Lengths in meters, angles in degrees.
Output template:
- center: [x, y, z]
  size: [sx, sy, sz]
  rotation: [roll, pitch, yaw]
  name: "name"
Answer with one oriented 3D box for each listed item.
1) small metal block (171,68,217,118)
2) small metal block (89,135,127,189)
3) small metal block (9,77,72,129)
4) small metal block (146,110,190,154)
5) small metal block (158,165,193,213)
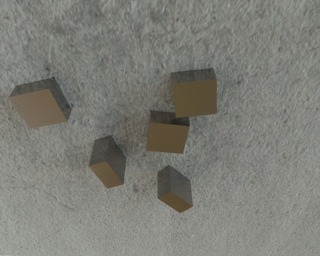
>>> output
- center: [0.041, -0.042, 0.373]
  size: [0.050, 0.025, 0.050]
  rotation: [-6, 130, 4]
  name: "small metal block"
- center: [-0.071, 0.047, 0.430]
  size: [0.025, 0.050, 0.050]
  rotation: [-18, 128, 14]
  name: "small metal block"
- center: [-0.145, -0.030, 0.380]
  size: [0.050, 0.025, 0.050]
  rotation: [-11, 130, 8]
  name: "small metal block"
- center: [0.010, 0.006, 0.413]
  size: [0.050, 0.025, 0.050]
  rotation: [5, 130, -5]
  name: "small metal block"
- center: [0.023, 0.093, 0.470]
  size: [0.025, 0.050, 0.050]
  rotation: [-35, 122, 26]
  name: "small metal block"
